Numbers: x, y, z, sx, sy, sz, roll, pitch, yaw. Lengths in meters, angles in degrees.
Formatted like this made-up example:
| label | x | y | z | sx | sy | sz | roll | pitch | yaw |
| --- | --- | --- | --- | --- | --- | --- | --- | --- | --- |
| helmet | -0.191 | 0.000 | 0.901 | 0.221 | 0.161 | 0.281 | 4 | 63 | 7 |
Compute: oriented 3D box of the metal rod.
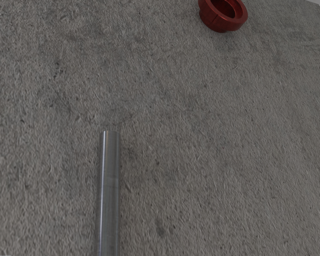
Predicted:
| label | x | y | z | sx | sy | sz | roll | pitch | yaw |
| --- | --- | --- | --- | --- | --- | --- | --- | --- | --- |
| metal rod | -0.050 | 0.139 | 0.291 | 0.025 | 0.025 | 0.299 | 10 | 57 | -23 |

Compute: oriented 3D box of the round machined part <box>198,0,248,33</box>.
| label | x | y | z | sx | sy | sz | roll | pitch | yaw |
| --- | --- | --- | --- | --- | --- | --- | --- | --- | --- |
| round machined part | 0.114 | -0.221 | 0.589 | 0.099 | 0.042 | 0.098 | 14 | 56 | -21 |
